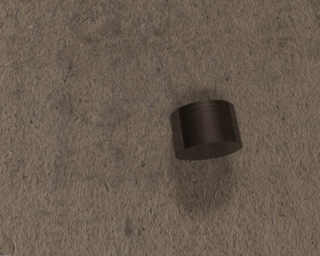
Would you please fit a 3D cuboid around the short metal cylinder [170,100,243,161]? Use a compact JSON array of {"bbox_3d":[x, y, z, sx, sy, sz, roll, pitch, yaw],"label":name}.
[{"bbox_3d":[0.055,0.005,0.378,0.081,0.080,0.050,-6,71,-3],"label":"short metal cylinder"}]
